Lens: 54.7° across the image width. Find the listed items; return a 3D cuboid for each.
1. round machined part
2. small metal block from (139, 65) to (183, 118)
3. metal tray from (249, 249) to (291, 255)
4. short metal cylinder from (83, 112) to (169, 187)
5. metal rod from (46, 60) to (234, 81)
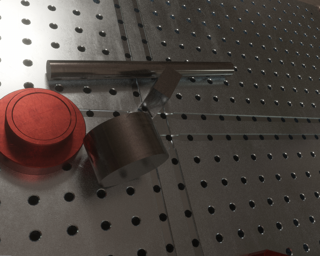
[{"bbox_3d":[-0.128,-0.003,0.331,0.099,0.042,0.098,14,56,-21],"label":"round machined part"},{"bbox_3d":[0.001,-0.050,0.424,0.025,0.050,0.050,33,51,-7],"label":"small metal block"},{"bbox_3d":[0.170,0.208,0.372,0.131,0.030,0.090,20,54,-17],"label":"metal tray"},{"bbox_3d":[-0.037,0.025,0.339,0.081,0.080,0.050,-13,69,-34],"label":"short metal cylinder"},{"bbox_3d":[-0.008,-0.086,0.457,0.303,0.025,0.025,-7,65,-32],"label":"metal rod"}]
